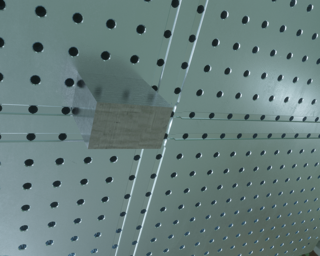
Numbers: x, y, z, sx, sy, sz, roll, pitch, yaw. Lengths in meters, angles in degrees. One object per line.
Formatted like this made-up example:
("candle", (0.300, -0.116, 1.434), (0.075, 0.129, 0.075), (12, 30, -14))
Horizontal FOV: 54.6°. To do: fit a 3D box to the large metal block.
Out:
("large metal block", (-0.045, -0.019, 0.339), (0.081, 0.080, 0.050), (2, 118, -29))
